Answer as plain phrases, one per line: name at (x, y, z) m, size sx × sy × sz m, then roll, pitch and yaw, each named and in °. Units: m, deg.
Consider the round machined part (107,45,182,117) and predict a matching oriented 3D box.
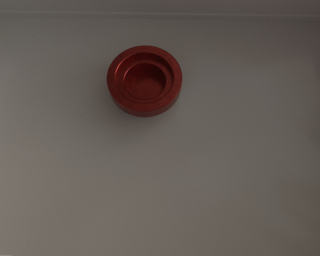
round machined part at (-0.020, -0.060, 0.422) m, size 0.099 × 0.042 × 0.098 m, roll 0°, pitch 70°, yaw 0°
